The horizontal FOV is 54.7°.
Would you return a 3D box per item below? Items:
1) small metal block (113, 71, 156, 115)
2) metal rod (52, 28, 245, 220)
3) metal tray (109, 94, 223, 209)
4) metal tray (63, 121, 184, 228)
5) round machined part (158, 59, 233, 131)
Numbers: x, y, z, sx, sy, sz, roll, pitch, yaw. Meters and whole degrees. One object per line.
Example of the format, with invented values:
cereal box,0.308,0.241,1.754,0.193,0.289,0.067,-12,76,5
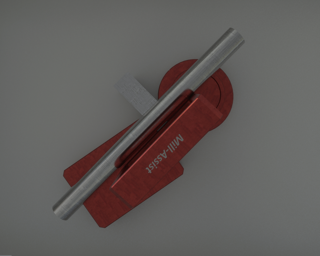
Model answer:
small metal block,-0.030,-0.042,0.397,0.025,0.050,0.050,-45,91,0
metal rod,-0.016,-0.002,0.371,0.025,0.025,0.300,45,94,-1
metal tray,0.006,0.020,0.340,0.030,0.090,0.130,43,96,-3
metal tray,-0.046,0.056,0.407,0.130,0.030,0.090,-35,90,-1
round machined part,0.046,-0.041,0.402,0.099,0.042,0.097,0,90,-1
